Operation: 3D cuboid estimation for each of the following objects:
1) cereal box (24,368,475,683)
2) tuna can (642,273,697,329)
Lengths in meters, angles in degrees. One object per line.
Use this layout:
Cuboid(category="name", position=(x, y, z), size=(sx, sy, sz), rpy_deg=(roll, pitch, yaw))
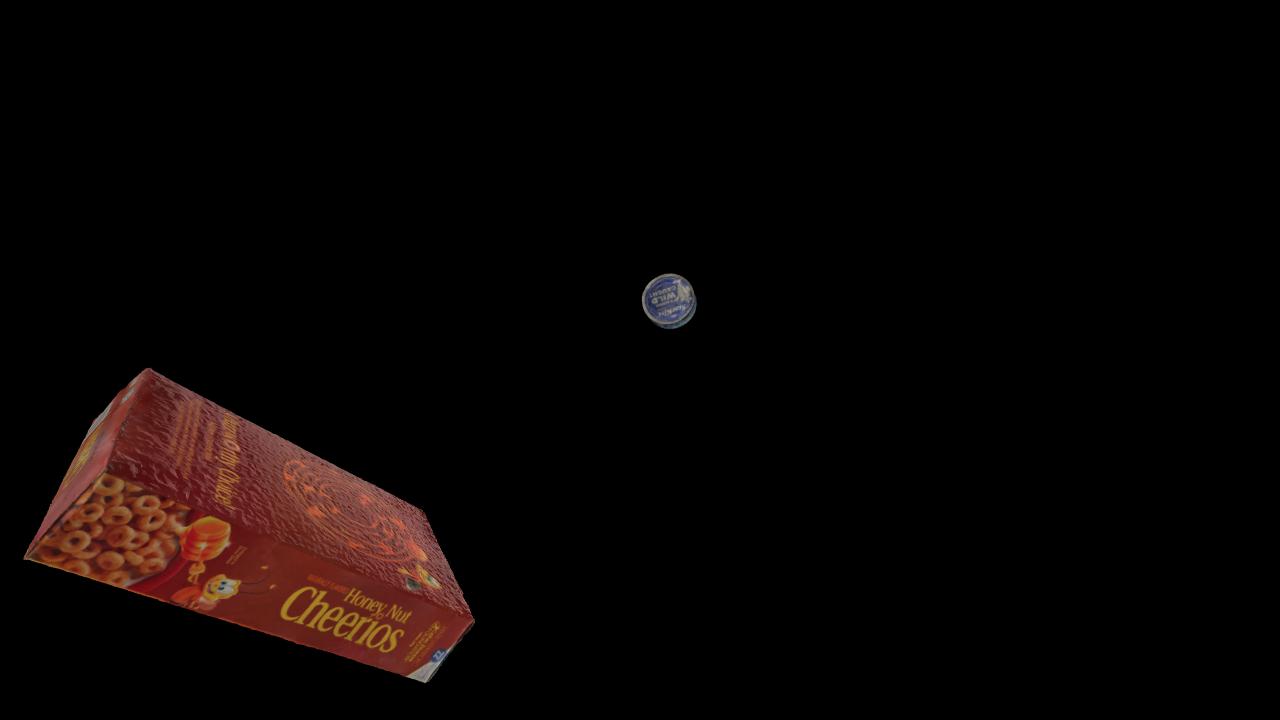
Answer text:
Cuboid(category="cereal box", position=(-0.303, 0.145, 0.529), size=(0.306, 0.081, 0.203), rpy_deg=(44, -8, -36))
Cuboid(category="tuna can", position=(0.047, -0.092, 0.976), size=(0.084, 0.084, 0.034), rpy_deg=(0, -15, 14))
